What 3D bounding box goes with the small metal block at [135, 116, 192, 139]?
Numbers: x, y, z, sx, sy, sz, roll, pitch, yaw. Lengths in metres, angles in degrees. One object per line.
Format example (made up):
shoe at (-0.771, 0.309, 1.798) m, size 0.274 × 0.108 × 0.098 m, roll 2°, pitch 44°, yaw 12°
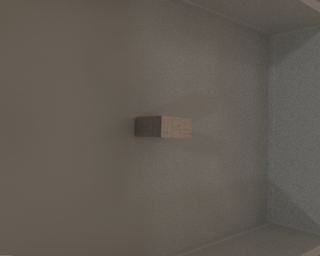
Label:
small metal block at (0.005, -0.001, 0.392) m, size 0.050 × 0.050 × 0.025 m, roll 4°, pitch 87°, yaw -40°
